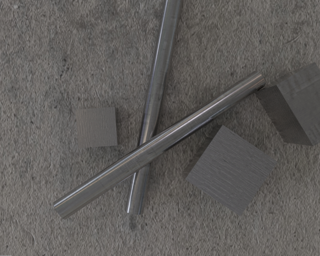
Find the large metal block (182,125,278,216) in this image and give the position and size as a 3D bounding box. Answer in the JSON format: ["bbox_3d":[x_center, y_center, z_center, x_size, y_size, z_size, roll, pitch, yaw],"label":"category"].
[{"bbox_3d":[0.086,0.051,0.398,0.080,0.050,0.080,34,90,0],"label":"large metal block"}]

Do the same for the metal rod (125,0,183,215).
[{"bbox_3d":[-0.007,-0.036,0.409,0.025,0.025,0.298,11,90,0],"label":"metal rod"}]

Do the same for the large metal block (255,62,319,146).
[{"bbox_3d":[0.171,-0.027,0.384,0.050,0.080,0.080,-31,90,0],"label":"large metal block"}]

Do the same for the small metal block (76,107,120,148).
[{"bbox_3d":[-0.081,-0.001,0.409,0.050,0.025,0.050,-4,90,0],"label":"small metal block"}]

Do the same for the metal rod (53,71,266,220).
[{"bbox_3d":[0.007,0.016,0.388,0.301,0.025,0.025,-33,90,-9],"label":"metal rod"}]
